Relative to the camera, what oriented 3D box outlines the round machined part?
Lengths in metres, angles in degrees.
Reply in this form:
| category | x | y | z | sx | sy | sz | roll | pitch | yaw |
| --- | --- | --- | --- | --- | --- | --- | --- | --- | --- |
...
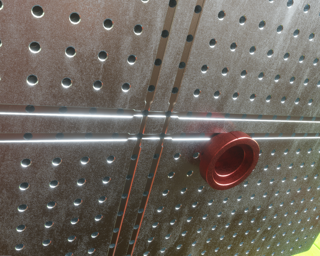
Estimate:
| category | x | y | z | sx | sy | sz | roll | pitch | yaw |
| --- | --- | --- | --- | --- | --- | --- | --- | --- | --- |
| round machined part | 0.104 | 0.046 | 0.488 | 0.099 | 0.042 | 0.097 | -14 | 125 | -21 |
